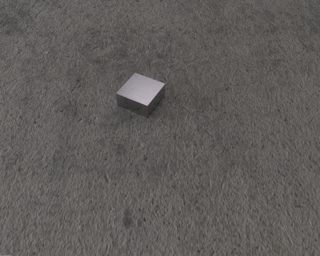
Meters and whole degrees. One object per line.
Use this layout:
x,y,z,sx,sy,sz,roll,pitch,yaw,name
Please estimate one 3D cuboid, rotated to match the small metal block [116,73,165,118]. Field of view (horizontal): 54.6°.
-0.027,-0.047,0.443,0.050,0.025,0.050,23,54,18,small metal block
